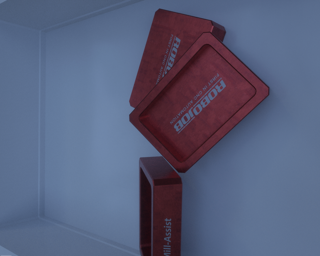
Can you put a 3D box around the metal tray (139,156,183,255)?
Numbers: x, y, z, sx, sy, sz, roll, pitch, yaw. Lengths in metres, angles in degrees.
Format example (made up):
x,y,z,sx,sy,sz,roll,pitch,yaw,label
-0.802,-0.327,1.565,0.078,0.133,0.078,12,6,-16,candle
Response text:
x,y,z,sx,sy,sz,roll,pitch,yaw,label
-0.002,0.107,0.361,0.090,0.030,0.129,-141,51,-73,metal tray

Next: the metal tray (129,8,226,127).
x,y,z,sx,sy,sz,roll,pitch,yaw,label
0.017,-0.074,0.388,0.090,0.030,0.129,29,108,36,metal tray

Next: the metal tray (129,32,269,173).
x,y,z,sx,sy,sz,roll,pitch,yaw,label
0.040,-0.025,0.337,0.090,0.030,0.130,46,110,7,metal tray
